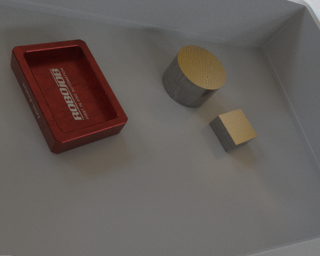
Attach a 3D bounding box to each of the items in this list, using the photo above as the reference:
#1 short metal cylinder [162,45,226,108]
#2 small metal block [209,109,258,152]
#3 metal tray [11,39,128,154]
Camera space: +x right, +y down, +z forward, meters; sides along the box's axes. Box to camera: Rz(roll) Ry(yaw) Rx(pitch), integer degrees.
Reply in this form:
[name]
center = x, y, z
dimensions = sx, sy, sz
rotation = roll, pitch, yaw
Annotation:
[short metal cylinder]
center = 0.051, -0.077, 0.466
dimensions = 0.081, 0.050, 0.080
rotation = 14, 56, -21
[small metal block]
center = 0.110, 0.003, 0.466
dimensions = 0.050, 0.025, 0.050
rotation = -16, 71, -35
[metal tray]
center = -0.108, -0.043, 0.370
dimensions = 0.091, 0.030, 0.130
rotation = -20, 72, -36
